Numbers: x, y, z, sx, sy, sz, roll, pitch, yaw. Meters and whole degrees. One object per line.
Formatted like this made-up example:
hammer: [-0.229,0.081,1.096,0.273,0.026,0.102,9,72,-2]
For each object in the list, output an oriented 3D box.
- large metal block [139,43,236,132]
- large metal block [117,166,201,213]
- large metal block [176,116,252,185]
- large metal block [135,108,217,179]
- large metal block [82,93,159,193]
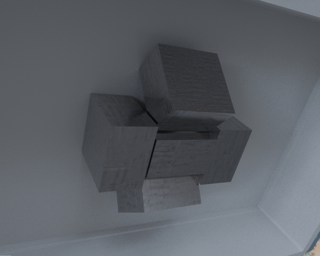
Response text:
large metal block: [0.029,-0.043,0.353,0.081,0.080,0.050,1,155,-29]
large metal block: [-0.005,0.081,0.410,0.081,0.080,0.050,0,77,-30]
large metal block: [0.066,0.018,0.419,0.050,0.080,0.079,1,118,-29]
large metal block: [0.009,0.016,0.386,0.081,0.080,0.050,1,118,-29]
large metal block: [-0.050,0.014,0.353,0.050,0.080,0.079,1,118,-29]
